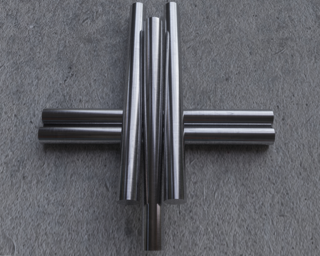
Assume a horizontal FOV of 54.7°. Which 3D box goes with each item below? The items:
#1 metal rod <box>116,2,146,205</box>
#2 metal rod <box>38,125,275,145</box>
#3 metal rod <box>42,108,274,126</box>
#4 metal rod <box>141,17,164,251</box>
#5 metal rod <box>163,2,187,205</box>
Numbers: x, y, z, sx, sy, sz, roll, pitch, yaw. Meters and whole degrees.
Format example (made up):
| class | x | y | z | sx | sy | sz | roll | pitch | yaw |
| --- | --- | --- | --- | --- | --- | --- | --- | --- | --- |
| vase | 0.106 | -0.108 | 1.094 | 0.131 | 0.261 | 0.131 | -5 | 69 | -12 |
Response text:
| class | x | y | z | sx | sy | sz | roll | pitch | yaw |
| --- | --- | --- | --- | --- | --- | --- | --- | --- | --- |
| metal rod | -0.034 | -0.051 | 0.405 | 0.025 | 0.025 | 0.299 | 0 | 62 | 0 |
| metal rod | -0.004 | 0.010 | 0.407 | 0.302 | 0.025 | 0.025 | 0 | 70 | -1 |
| metal rod | -0.002 | -0.014 | 0.415 | 0.302 | 0.025 | 0.025 | 0 | 70 | -1 |
| metal rod | -0.008 | -0.008 | 0.385 | 0.025 | 0.025 | 0.299 | 0 | 70 | -1 |
| metal rod | 0.017 | -0.052 | 0.406 | 0.025 | 0.025 | 0.299 | 0 | 62 | 0 |
